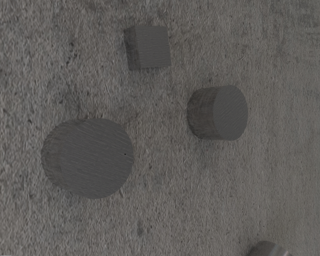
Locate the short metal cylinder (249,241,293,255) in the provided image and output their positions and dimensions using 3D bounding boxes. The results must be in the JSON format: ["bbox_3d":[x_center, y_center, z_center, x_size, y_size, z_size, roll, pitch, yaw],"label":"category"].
[{"bbox_3d":[0.189,0.241,0.528,0.050,0.080,0.080,-39,114,-33],"label":"short metal cylinder"}]

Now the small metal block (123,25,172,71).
[{"bbox_3d":[-0.015,-0.101,0.392,0.050,0.025,0.050,-14,99,-39],"label":"small metal block"}]

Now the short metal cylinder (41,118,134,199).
[{"bbox_3d":[-0.075,0.030,0.325,0.081,0.050,0.079,0,90,-40],"label":"short metal cylinder"}]

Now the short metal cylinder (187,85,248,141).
[{"bbox_3d":[0.086,-0.022,0.461,0.081,0.050,0.079,0,90,-40],"label":"short metal cylinder"}]
